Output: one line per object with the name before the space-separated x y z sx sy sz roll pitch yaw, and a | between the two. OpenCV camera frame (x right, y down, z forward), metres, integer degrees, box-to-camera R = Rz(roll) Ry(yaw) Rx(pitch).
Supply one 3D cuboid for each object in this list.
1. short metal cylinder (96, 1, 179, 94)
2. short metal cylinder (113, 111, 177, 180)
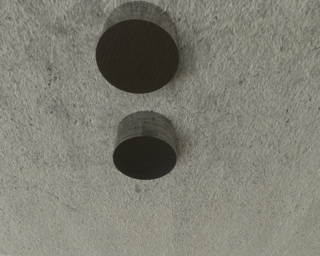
short metal cylinder | -0.022 -0.083 0.320 0.081 0.050 0.079 0 130 0
short metal cylinder | -0.019 0.024 0.411 0.081 0.050 0.079 0 130 0
